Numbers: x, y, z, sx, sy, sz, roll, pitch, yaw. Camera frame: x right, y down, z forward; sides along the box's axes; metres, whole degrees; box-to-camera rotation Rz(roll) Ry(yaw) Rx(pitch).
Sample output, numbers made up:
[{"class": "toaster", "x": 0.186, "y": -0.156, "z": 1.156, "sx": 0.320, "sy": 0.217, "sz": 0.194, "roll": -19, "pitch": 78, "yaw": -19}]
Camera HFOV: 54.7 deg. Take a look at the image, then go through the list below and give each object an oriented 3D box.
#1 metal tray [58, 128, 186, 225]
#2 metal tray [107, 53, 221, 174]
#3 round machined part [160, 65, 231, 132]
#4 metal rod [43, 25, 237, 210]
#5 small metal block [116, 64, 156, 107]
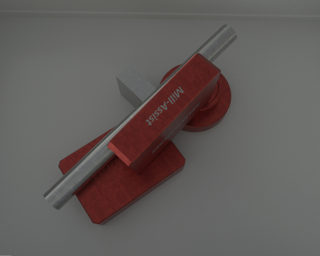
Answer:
[{"class": "metal tray", "x": -0.046, "y": 0.047, "z": 0.388, "sx": 0.131, "sy": 0.030, "sz": 0.090, "roll": -33, "pitch": 74, "yaw": -12}, {"class": "metal tray", "x": 0.007, "y": -0.011, "z": 0.337, "sx": 0.030, "sy": 0.090, "sz": 0.130, "roll": 42, "pitch": 82, "yaw": 11}, {"class": "round machined part", "x": 0.047, "y": -0.047, "z": 0.416, "sx": 0.099, "sy": 0.042, "sz": 0.098, "roll": 0, "pitch": 70, "yaw": -1}, {"class": "metal rod", "x": -0.016, "y": -0.020, "z": 0.374, "sx": 0.025, "sy": 0.025, "sz": 0.301, "roll": 43, "pitch": 79, "yaw": 13}, {"class": "small metal block", "x": -0.029, "y": -0.049, "z": 0.412, "sx": 0.025, "sy": 0.050, "sz": 0.050, "roll": -43, "pitch": 76, "yaw": -14}]
